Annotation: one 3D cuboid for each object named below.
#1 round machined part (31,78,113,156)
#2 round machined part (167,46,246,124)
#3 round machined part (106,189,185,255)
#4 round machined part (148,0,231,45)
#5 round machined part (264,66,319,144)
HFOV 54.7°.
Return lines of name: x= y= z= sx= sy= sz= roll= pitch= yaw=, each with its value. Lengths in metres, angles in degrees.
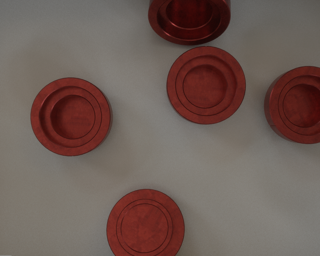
round machined part: x=-0.110 y=-0.014 z=0.401 sx=0.099 sy=0.042 sz=0.097 roll=0 pitch=90 yaw=-1
round machined part: x=0.057 y=-0.053 z=0.404 sx=0.099 sy=0.042 sz=0.097 roll=0 pitch=90 yaw=-1
round machined part: x=-0.018 y=0.125 z=0.388 sx=0.099 sy=0.042 sz=0.098 roll=0 pitch=71 yaw=0
round machined part: x=0.036 y=-0.149 z=0.380 sx=0.099 sy=0.098 sz=0.042 roll=5 pitch=67 yaw=-1
round machined part: x=0.185 y=-0.029 z=0.405 sx=0.099 sy=0.042 sz=0.097 roll=0 pitch=90 yaw=-1
